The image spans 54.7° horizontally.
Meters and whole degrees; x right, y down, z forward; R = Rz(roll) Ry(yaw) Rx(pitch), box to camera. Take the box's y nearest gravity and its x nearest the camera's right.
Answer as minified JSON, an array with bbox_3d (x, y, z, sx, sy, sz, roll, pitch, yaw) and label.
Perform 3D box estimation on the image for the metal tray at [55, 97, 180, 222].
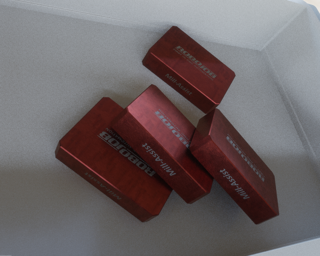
[{"bbox_3d":[-0.041,0.034,0.361,0.130,0.030,0.090,38,51,-3],"label":"metal tray"}]

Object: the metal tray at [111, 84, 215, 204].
[{"bbox_3d":[0.013,0.015,0.372,0.130,0.030,0.090,46,31,-6],"label":"metal tray"}]

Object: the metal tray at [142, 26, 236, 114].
[{"bbox_3d":[0.048,-0.093,0.487,0.130,0.030,0.090,38,51,-3],"label":"metal tray"}]

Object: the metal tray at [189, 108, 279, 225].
[{"bbox_3d":[0.097,0.045,0.393,0.130,0.030,0.090,48,28,-10],"label":"metal tray"}]
